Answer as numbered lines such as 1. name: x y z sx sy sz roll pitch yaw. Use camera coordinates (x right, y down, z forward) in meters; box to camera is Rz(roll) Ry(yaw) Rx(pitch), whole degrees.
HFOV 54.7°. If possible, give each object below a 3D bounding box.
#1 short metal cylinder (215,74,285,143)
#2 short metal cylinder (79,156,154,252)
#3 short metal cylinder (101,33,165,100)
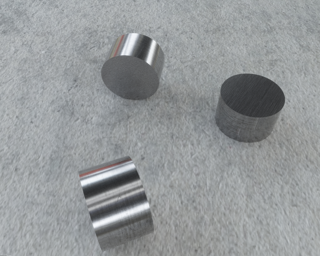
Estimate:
1. short metal cylinder: 0.117 -0.027 0.411 0.081 0.050 0.080 0 50 0
2. short metal cylinder: -0.044 0.073 0.306 0.050 0.080 0.080 -17 52 -14
3. short metal cylinder: -0.037 -0.086 0.439 0.080 0.080 0.050 7 51 5
